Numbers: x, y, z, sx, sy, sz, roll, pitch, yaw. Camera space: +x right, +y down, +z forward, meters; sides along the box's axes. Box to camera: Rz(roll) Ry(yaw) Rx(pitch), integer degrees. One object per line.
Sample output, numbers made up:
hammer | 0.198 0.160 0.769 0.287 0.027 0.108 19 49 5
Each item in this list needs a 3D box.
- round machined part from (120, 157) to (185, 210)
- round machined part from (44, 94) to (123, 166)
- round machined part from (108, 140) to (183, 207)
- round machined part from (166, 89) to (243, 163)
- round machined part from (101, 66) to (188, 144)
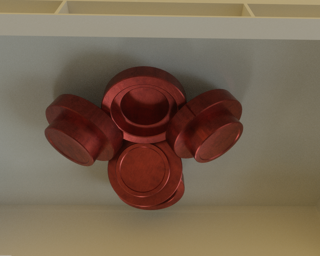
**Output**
round machined part | -0.014 0.076 0.459 0.099 0.042 0.097 0 130 0
round machined part | -0.098 0.009 0.374 0.098 0.042 0.097 22 146 16
round machined part | -0.020 0.053 0.403 0.099 0.097 0.042 -5 174 4
round machined part | 0.059 0.004 0.370 0.099 0.042 0.097 -25 146 -18
round machined part | -0.018 -0.031 0.368 0.099 0.042 0.097 0 130 0
